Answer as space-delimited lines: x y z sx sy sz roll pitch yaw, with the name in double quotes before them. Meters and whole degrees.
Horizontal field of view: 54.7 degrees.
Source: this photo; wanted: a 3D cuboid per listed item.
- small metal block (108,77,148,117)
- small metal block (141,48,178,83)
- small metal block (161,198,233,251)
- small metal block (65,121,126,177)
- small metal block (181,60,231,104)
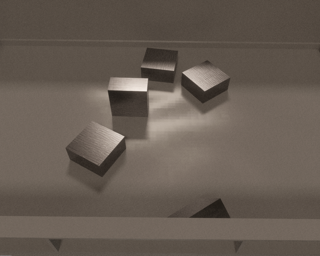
"small metal block" -0.042 -0.041 0.423 0.050 0.050 0.025 2 50 1
"small metal block" 0.000 -0.099 0.488 0.050 0.025 0.050 7 50 5
"small metal block" 0.035 0.093 0.307 0.050 0.050 0.025 -25 86 -20
"small metal block" -0.078 0.025 0.383 0.050 0.025 0.050 25 54 19
"small metal block" 0.068 -0.070 0.465 0.050 0.025 0.050 -29 56 -23
